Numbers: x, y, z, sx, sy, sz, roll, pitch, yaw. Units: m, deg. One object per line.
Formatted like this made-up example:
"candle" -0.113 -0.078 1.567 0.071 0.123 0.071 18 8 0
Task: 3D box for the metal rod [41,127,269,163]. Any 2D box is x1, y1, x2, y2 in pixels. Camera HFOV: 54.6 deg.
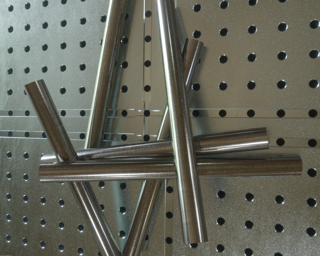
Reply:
"metal rod" -0.021 0.030 0.392 0.300 0.025 0.025 -8 87 20

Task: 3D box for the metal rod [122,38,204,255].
"metal rod" 0.002 0.031 0.412 0.025 0.025 0.298 18 96 19

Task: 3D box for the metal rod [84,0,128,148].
"metal rod" -0.076 -0.077 0.440 0.025 0.025 0.298 12 94 19

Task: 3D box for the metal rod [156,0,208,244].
"metal rod" 0.022 -0.025 0.363 0.025 0.025 0.299 -13 70 19

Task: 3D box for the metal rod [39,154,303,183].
"metal rod" 0.009 0.048 0.366 0.301 0.025 0.025 -2 89 3

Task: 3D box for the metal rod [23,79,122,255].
"metal rod" -0.101 0.082 0.405 0.025 0.025 0.299 -18 101 19
